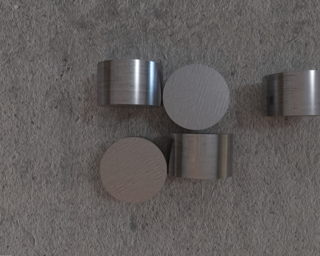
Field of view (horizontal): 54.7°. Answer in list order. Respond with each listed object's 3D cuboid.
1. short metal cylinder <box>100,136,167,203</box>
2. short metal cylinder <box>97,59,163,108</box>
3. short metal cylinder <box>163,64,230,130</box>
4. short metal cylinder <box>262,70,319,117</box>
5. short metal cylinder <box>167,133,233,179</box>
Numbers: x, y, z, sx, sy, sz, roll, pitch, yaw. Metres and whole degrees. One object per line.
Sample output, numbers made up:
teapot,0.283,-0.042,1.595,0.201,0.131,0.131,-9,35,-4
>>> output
short metal cylinder,-0.032,0.051,0.397,0.081,0.050,0.080,0,90,0
short metal cylinder,-0.037,-0.051,0.382,0.081,0.080,0.050,1,90,0
short metal cylinder,0.044,-0.038,0.398,0.081,0.050,0.080,0,90,0
short metal cylinder,0.169,-0.040,0.384,0.081,0.080,0.050,-1,90,0
short metal cylinder,0.049,0.031,0.383,0.081,0.080,0.050,1,90,0
